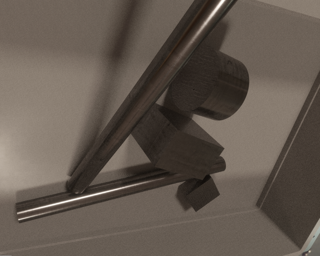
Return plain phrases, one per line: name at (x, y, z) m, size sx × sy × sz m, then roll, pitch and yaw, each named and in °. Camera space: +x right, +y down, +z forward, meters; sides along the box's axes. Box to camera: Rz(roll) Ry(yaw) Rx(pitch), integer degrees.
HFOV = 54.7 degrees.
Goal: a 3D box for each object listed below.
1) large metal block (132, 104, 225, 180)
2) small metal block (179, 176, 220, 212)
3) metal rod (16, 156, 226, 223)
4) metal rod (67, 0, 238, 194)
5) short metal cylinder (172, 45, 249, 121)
large metal block at (0.020, 0.015, 0.395) m, size 0.080 × 0.080 × 0.050 m, roll 21°, pitch 107°, yaw -36°
small metal block at (0.066, 0.103, 0.511) m, size 0.050 × 0.025 × 0.050 m, roll -34°, pitch 129°, yaw -6°
metal rod at (-0.037, 0.081, 0.439) m, size 0.303 × 0.025 × 0.025 m, roll -10°, pitch 123°, yaw -24°
metal rod at (-0.029, -0.014, 0.307) m, size 0.025 × 0.025 × 0.298 m, roll 10°, pitch 138°, yaw -33°
short metal cylinder at (0.059, -0.053, 0.374) m, size 0.050 × 0.080 × 0.080 m, roll 15°, pitch 111°, yaw -35°
